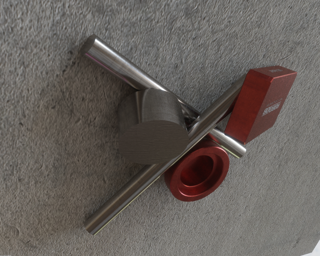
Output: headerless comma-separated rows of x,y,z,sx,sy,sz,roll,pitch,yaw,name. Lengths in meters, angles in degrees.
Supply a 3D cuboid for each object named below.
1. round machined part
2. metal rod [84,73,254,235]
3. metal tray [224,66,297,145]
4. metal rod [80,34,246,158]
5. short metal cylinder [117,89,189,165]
0.050,0.058,0.461,0.099,0.042,0.097,-14,124,-21,round machined part
0.008,0.041,0.416,0.300,0.025,0.025,-43,130,10,metal rod
0.141,-0.036,0.423,0.131,0.030,0.089,-19,132,-53,metal tray
0.027,-0.024,0.410,0.301,0.025,0.025,31,101,-38,metal rod
-0.010,0.000,0.370,0.081,0.050,0.080,-6,138,-5,short metal cylinder
